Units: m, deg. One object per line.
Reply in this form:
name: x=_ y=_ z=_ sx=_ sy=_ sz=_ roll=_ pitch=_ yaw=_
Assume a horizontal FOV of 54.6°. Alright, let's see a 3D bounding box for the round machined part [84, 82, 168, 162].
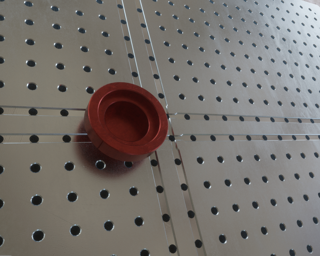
round machined part: x=-0.043 y=-0.004 z=0.376 sx=0.099 sy=0.042 sz=0.098 roll=13 pitch=56 yaw=-21
